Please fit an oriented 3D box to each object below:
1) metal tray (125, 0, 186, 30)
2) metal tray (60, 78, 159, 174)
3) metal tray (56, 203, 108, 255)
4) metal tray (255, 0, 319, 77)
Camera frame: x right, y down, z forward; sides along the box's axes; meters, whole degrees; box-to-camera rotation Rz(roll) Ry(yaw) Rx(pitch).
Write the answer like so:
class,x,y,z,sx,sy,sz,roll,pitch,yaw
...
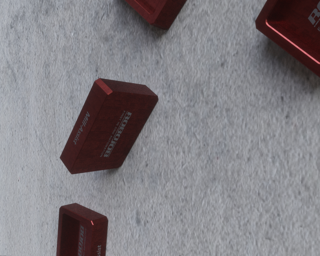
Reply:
class,x,y,z,sx,sy,sz,roll,pitch,yaw
metal tray,-0.013,-0.204,0.410,0.130,0.030,0.090,50,119,28
metal tray,-0.068,0.000,0.415,0.030,0.091,0.129,45,117,30
metal tray,-0.130,0.198,0.505,0.090,0.030,0.129,8,95,39
metal tray,0.148,-0.118,0.252,0.090,0.030,0.129,51,138,27
